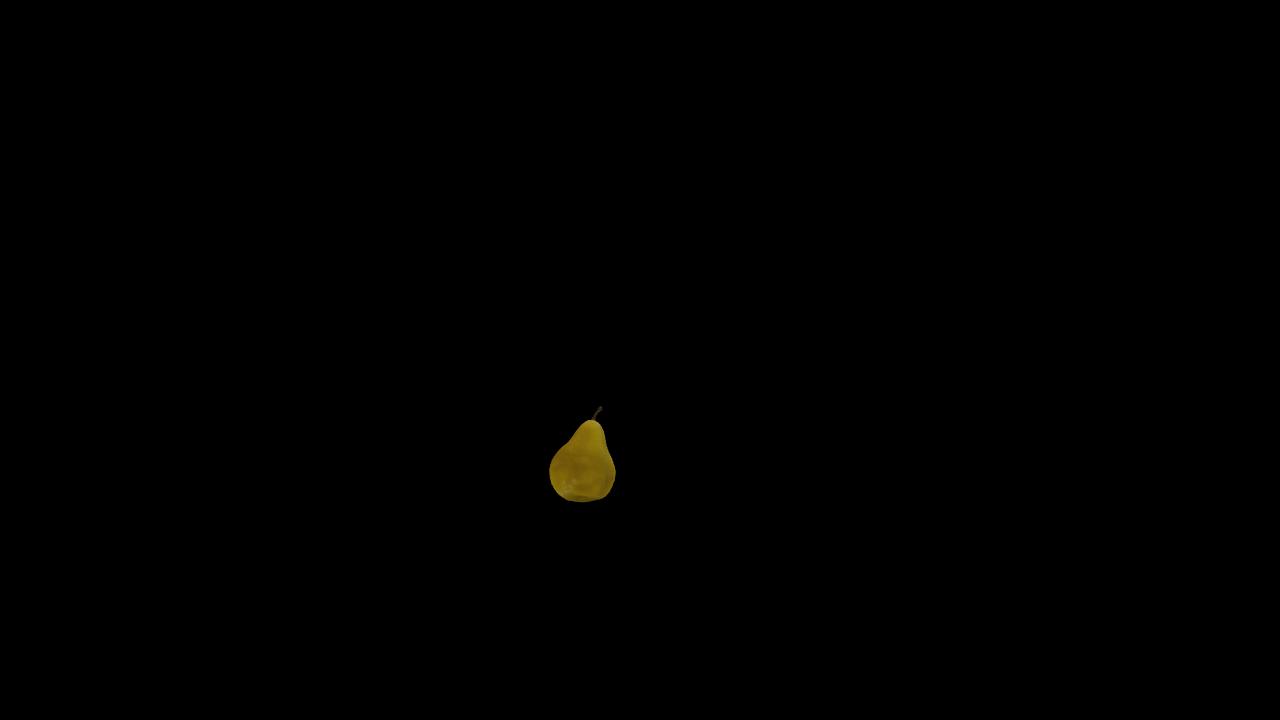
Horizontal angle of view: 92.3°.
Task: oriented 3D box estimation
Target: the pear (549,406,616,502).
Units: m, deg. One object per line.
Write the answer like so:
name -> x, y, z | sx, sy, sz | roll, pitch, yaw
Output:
pear -> -0.067, 0.110, 0.731 | 0.080, 0.111, 0.080 | 1, -26, 0
